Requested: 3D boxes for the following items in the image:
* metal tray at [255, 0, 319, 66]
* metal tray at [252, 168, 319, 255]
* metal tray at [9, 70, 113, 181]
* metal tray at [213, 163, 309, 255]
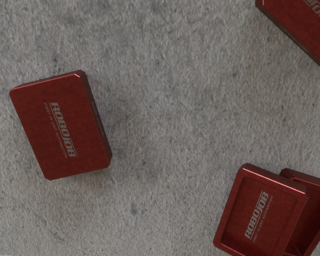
[{"bbox_3d":[0.189,-0.139,0.358,0.130,0.030,0.090,37,106,-13],"label":"metal tray"},{"bbox_3d":[0.199,0.131,0.458,0.091,0.030,0.129,18,109,-7],"label":"metal tray"},{"bbox_3d":[-0.125,-0.002,0.405,0.090,0.030,0.129,-13,110,4],"label":"metal tray"},{"bbox_3d":[0.137,0.125,0.430,0.090,0.030,0.129,22,108,22],"label":"metal tray"}]
